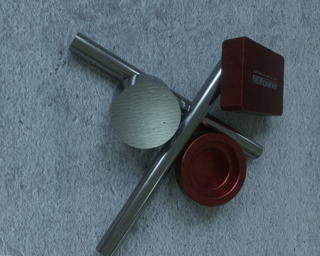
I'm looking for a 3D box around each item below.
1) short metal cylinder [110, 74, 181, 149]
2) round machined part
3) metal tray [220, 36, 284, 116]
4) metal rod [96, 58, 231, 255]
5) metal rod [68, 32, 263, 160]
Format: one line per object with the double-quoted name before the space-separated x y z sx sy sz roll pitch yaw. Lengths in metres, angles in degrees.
"short metal cylinder" -0.019 -0.021 0.376 0.081 0.050 0.079 -3 111 -7
"round machined part" 0.066 0.055 0.426 0.099 0.042 0.097 0 90 -20
"metal tray" 0.131 -0.064 0.426 0.131 0.030 0.089 2 89 -48
"metal rod" 0.014 0.030 0.397 0.025 0.025 0.300 35 85 -17
"metal rod" 0.021 -0.034 0.419 0.301 0.025 0.025 30 80 -18
